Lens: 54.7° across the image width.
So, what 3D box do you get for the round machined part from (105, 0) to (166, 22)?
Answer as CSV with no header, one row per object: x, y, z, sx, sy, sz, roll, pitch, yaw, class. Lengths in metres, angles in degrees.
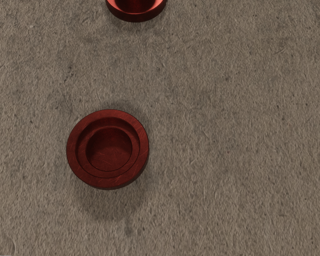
-0.038,-0.216,0.478,0.099,0.042,0.098,0,70,-1,round machined part

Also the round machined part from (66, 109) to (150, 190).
-0.062,0.029,0.388,0.099,0.042,0.098,0,70,-1,round machined part
